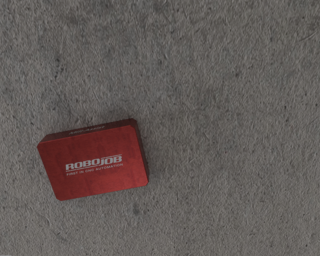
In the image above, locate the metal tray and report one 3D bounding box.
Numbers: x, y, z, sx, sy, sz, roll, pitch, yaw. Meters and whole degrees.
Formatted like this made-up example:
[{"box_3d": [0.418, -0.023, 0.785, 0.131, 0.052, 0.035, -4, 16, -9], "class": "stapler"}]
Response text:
[{"box_3d": [-0.087, 0.044, 0.423, 0.131, 0.030, 0.090, -11, 110, 4], "class": "metal tray"}]
